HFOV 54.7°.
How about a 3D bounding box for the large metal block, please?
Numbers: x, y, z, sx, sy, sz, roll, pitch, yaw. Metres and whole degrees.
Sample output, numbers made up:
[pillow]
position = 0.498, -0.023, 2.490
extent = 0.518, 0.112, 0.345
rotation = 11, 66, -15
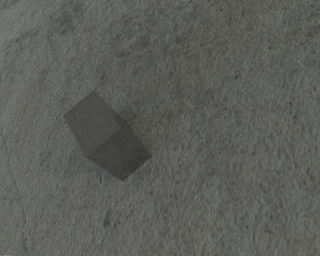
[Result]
[large metal block]
position = -0.066, 0.011, 0.395
extent = 0.050, 0.080, 0.080
rotation = -41, 51, 1
